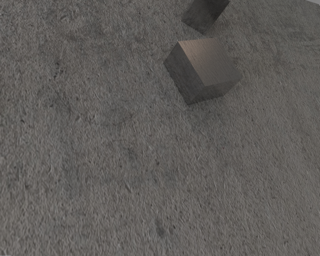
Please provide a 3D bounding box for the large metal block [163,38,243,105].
[{"bbox_3d":[0.065,-0.089,0.477,0.081,0.050,0.080,-17,71,-35],"label":"large metal block"}]

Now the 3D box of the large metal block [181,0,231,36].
[{"bbox_3d":[0.088,-0.229,0.555,0.050,0.080,0.080,30,52,-10],"label":"large metal block"}]
